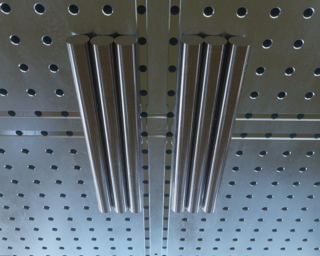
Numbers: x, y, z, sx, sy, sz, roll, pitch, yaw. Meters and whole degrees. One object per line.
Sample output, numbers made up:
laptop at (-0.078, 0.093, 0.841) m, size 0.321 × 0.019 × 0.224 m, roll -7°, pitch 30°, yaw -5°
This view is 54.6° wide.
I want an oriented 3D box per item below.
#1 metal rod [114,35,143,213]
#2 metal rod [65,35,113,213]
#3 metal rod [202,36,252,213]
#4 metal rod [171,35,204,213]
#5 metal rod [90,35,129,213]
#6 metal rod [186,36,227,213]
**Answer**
metal rod at (-0.038, 0.020, 0.427) m, size 0.025 × 0.025 × 0.298 m, roll 0°, pitch 130°, yaw -1°
metal rod at (-0.089, 0.019, 0.426) m, size 0.025 × 0.025 × 0.298 m, roll 0°, pitch 130°, yaw -1°
metal rod at (0.084, 0.020, 0.429) m, size 0.025 × 0.025 × 0.298 m, roll 0°, pitch 130°, yaw -1°
metal rod at (0.033, 0.019, 0.427) m, size 0.025 × 0.025 × 0.298 m, roll 0°, pitch 130°, yaw -1°
metal rod at (-0.064, 0.020, 0.427) m, size 0.025 × 0.025 × 0.298 m, roll 0°, pitch 130°, yaw -1°
metal rod at (0.058, 0.020, 0.428) m, size 0.025 × 0.025 × 0.298 m, roll 0°, pitch 130°, yaw -1°
